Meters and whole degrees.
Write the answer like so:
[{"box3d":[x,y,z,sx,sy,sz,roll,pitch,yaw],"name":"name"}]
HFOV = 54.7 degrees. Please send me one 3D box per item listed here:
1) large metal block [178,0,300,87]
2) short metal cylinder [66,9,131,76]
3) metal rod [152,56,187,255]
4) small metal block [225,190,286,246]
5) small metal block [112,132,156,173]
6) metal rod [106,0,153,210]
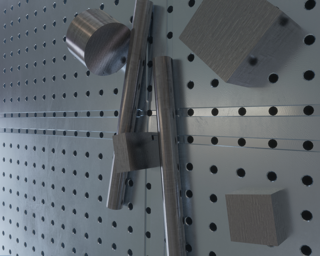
[{"box3d":[0.080,-0.101,0.327,0.080,0.050,0.080,51,120,27],"name":"large metal block"},{"box3d":[-0.085,-0.122,0.444,0.050,0.081,0.080,42,116,32],"name":"short metal cylinder"},{"box3d":[0.013,0.057,0.398,0.025,0.025,0.298,-7,85,40],"name":"metal rod"},{"box3d":[0.100,0.093,0.327,0.050,0.025,0.050,-10,84,39],"name":"small metal block"},{"box3d":[-0.035,0.033,0.422,0.025,0.050,0.050,-14,81,39],"name":"small metal block"},{"box3d":[-0.045,-0.028,0.446,0.025,0.025,0.298,15,100,39],"name":"metal rod"}]
